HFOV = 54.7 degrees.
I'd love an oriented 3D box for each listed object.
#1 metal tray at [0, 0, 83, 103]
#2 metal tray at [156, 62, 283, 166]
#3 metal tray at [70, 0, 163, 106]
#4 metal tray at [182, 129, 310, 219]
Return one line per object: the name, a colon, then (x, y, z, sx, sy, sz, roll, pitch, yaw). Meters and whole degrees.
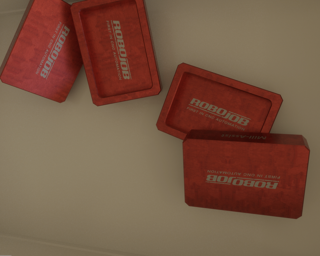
metal tray: (-0.151, -0.109, 0.427, 0.129, 0.091, 0.030, -61, 37, 10)
metal tray: (0.071, -0.017, 0.382, 0.130, 0.030, 0.089, 23, 97, 18)
metal tray: (-0.053, -0.100, 0.399, 0.090, 0.030, 0.129, -10, 100, 6)
metal tray: (0.094, 0.051, 0.355, 0.130, 0.030, 0.089, 3, 112, 16)
